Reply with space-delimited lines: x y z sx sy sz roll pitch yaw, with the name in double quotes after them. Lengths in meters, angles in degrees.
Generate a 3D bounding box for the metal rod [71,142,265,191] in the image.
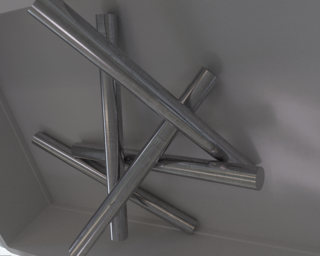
-0.015 0.043 0.410 0.300 0.025 0.025 4 121 38 "metal rod"

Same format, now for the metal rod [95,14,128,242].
-0.060 0.011 0.402 0.025 0.025 0.298 6 107 25 "metal rod"

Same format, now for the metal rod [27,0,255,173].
0.009 -0.021 0.314 0.025 0.025 0.301 -27 128 37 "metal rod"

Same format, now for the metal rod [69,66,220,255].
-0.028 0.054 0.384 0.025 0.025 0.299 37 106 3 "metal rod"

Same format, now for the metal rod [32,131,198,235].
-0.079 0.085 0.503 0.301 0.025 0.025 28 128 10 "metal rod"
